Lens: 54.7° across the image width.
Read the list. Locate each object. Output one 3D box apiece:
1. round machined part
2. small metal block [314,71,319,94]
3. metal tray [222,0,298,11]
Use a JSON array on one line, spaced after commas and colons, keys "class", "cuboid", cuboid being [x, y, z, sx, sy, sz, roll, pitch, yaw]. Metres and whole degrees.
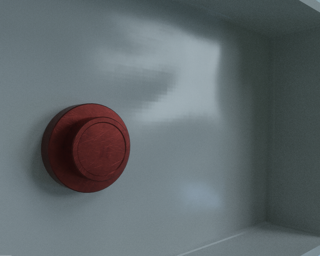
[{"class": "round machined part", "cuboid": [-0.072, 0.022, 0.337, 0.099, 0.042, 0.097, 0, 90, -40]}, {"class": "small metal block", "cuboid": [0.397, -0.108, 0.747, 0.050, 0.025, 0.050, 12, 82, -40]}, {"class": "metal tray", "cuboid": [0.177, -0.226, 0.516, 0.131, 0.090, 0.030, -15, 100, -40]}]
